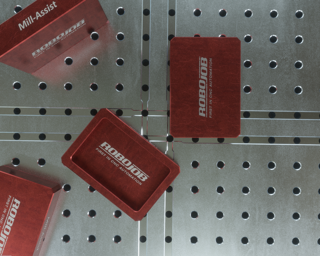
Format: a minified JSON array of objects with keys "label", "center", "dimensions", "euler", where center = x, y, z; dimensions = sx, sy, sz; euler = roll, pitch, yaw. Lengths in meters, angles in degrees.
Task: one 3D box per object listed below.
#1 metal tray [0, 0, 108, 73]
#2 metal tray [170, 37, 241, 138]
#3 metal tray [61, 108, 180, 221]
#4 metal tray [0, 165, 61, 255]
[{"label":"metal tray","center":[-0.132,-0.122,0.379],"dimensions":[0.130,0.090,0.030],"euler":[-34,90,0]},{"label":"metal tray","center":[0.058,-0.052,0.411],"dimensions":[0.090,0.030,0.129],"euler":[0,90,0]},{"label":"metal tray","center":[-0.050,0.047,0.410],"dimensions":[0.130,0.030,0.090],"euler":[39,90,0]},{"label":"metal tray","center":[-0.197,0.125,0.410],"dimensions":[0.090,0.030,0.129],"euler":[19,90,0]}]
